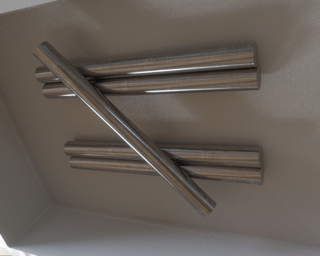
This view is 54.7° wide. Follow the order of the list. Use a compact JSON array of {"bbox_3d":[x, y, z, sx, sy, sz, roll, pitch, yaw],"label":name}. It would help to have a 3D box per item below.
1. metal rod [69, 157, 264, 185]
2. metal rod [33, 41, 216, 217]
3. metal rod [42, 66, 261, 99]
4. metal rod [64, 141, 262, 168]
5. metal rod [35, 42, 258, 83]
[{"bbox_3d":[-0.009,0.056,0.445,0.300,0.025,0.025,0,119,28],"label":"metal rod"},{"bbox_3d":[-0.043,0.003,0.400,0.300,0.025,0.025,44,129,-3],"label":"metal rod"},{"bbox_3d":[-0.031,-0.053,0.390,0.300,0.025,0.025,1,119,27],"label":"metal rod"},{"bbox_3d":[-0.014,0.034,0.435,0.300,0.025,0.025,0,119,28],"label":"metal rod"},{"bbox_3d":[-0.037,-0.075,0.379,0.300,0.025,0.025,1,119,27],"label":"metal rod"}]
